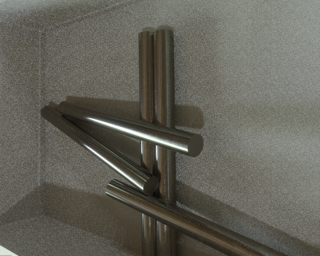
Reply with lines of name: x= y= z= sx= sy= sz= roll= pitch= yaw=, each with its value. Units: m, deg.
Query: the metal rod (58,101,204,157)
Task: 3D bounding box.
metal rod: x=-0.064 y=-0.008 z=0.430 sx=0.300 sy=0.025 sz=0.025 roll=15 pitch=99 yaw=46

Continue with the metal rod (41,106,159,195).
metal rod: x=-0.110 y=0.020 z=0.477 sx=0.300 sy=0.025 sz=0.025 roll=27 pitch=107 yaw=42

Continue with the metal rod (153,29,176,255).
metal rod: x=0.006 y=0.026 z=0.396 sx=0.025 sy=0.025 sz=0.298 roll=-1 pitch=89 yaw=39

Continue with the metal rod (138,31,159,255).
metal rod: x=-0.014 y=0.023 z=0.412 sx=0.025 sy=0.025 sz=0.298 roll=-2 pitch=89 yaw=39

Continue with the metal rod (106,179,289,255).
metal rod: x=0.058 y=0.116 z=0.333 sx=0.300 sy=0.025 sz=0.025 roll=16 pitch=100 yaw=33
